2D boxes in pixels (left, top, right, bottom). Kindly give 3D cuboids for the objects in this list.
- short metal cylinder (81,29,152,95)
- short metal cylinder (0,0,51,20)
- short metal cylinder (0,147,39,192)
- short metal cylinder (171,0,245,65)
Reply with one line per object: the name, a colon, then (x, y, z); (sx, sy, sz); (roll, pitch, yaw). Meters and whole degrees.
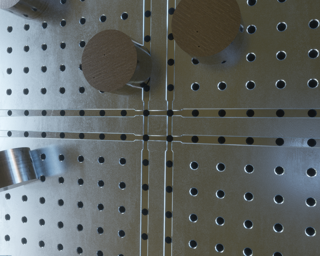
short metal cylinder: (-0.057, -0.086, 0.420); (0.080, 0.050, 0.079); (0, 90, 20)
short metal cylinder: (-0.216, -0.214, 0.475); (0.080, 0.050, 0.079); (0, 90, 20)
short metal cylinder: (-0.231, 0.065, 0.465); (0.080, 0.080, 0.050); (-21, 83, 19)
short metal cylinder: (0.060, -0.122, 0.378); (0.080, 0.050, 0.079); (0, 90, 20)
